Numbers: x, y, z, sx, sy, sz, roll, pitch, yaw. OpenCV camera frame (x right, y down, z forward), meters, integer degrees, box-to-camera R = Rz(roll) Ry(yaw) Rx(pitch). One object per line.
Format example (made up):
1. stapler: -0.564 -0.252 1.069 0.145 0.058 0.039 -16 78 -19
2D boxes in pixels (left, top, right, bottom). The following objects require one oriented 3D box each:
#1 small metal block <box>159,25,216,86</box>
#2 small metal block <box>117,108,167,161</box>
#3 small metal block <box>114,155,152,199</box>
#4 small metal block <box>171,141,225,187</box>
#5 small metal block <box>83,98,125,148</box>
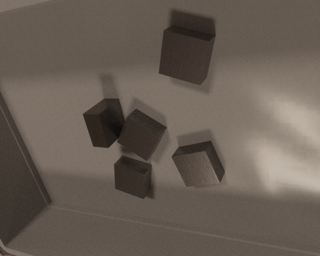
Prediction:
1. small metal block: 0.029 -0.081 0.342 0.050 0.025 0.050 19 126 16
2. small metal block: -0.025 0.010 0.427 0.050 0.025 0.050 32 128 7
3. small metal block: -0.041 0.075 0.475 0.050 0.025 0.050 16 125 19
4. small metal block: 0.051 0.048 0.411 0.050 0.025 0.050 -14 111 33
5. small metal block: -0.074 -0.008 0.425 0.025 0.050 0.050 3 120 26
